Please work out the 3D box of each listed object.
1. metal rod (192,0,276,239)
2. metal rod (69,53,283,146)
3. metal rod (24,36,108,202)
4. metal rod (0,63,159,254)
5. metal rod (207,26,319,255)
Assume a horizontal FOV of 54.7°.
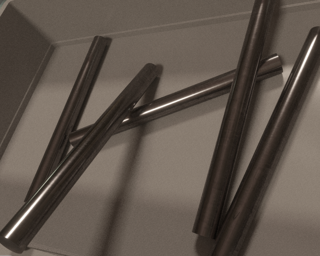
[{"bbox_3d":[0.089,-0.028,0.351,0.025,0.025,0.299,9,73,32],"label":"metal rod"},{"bbox_3d":[0.009,-0.031,0.418,0.301,0.025,0.025,-20,54,16],"label":"metal rod"},{"bbox_3d":[-0.141,-0.025,0.493,0.025,0.025,0.300,1,62,28],"label":"metal rod"},{"bbox_3d":[-0.069,0.005,0.361,0.025,0.025,0.301,0,37,28],"label":"metal rod"},{"bbox_3d":[0.122,0.012,0.333,0.025,0.025,0.300,18,71,35],"label":"metal rod"}]
